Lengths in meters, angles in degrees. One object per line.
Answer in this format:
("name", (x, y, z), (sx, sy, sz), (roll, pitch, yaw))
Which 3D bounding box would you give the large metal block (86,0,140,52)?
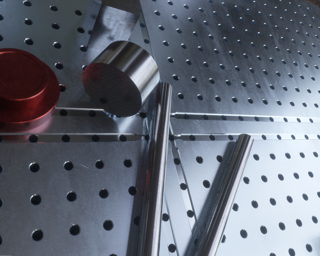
("large metal block", (-0.068, -0.163, 0.435), (0.050, 0.080, 0.080), (8, 58, -24))

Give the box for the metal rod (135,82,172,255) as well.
("metal rod", (-0.007, 0.067, 0.363), (0.025, 0.025, 0.300), (18, 55, -18))

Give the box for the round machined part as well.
("round machined part", (-0.161, -0.048, 0.340), (0.099, 0.042, 0.098), (14, 56, -21))

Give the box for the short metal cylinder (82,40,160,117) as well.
("short metal cylinder", (-0.048, -0.060, 0.384), (0.080, 0.080, 0.050), (35, 51, -5))

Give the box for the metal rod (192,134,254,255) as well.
("metal rod", (0.066, 0.117, 0.372), (0.025, 0.025, 0.301), (36, 51, -5))
